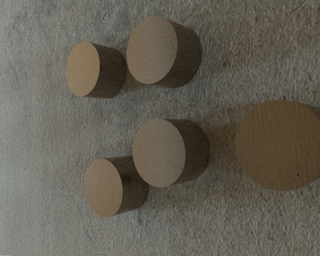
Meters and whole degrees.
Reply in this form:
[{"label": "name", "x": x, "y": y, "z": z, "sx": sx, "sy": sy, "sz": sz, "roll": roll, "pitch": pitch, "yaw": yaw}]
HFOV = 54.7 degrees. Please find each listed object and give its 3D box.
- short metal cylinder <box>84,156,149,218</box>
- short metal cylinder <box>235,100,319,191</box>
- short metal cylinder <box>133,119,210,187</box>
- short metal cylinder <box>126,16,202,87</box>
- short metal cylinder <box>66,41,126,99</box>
[{"label": "short metal cylinder", "x": -0.062, "y": 0.081, "z": 0.440, "sx": 0.080, "sy": 0.050, "sz": 0.080, "roll": 0, "pitch": 90, "yaw": 40}, {"label": "short metal cylinder", "x": 0.119, "y": 0.015, "z": 0.290, "sx": 0.080, "sy": 0.050, "sz": 0.080, "roll": 0, "pitch": 90, "yaw": 40}, {"label": "short metal cylinder", "x": 0.013, "y": 0.029, "z": 0.378, "sx": 0.080, "sy": 0.050, "sz": 0.080, "roll": 0, "pitch": 90, "yaw": 40}, {"label": "short metal cylinder", "x": 0.005, "y": -0.092, "z": 0.385, "sx": 0.080, "sy": 0.050, "sz": 0.080, "roll": 0, "pitch": 90, "yaw": 40}, {"label": "short metal cylinder", "x": -0.097, "y": -0.086, "z": 0.469, "sx": 0.080, "sy": 0.050, "sz": 0.080, "roll": 0, "pitch": 90, "yaw": 40}]
